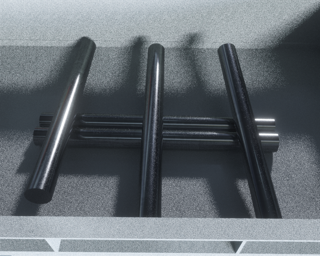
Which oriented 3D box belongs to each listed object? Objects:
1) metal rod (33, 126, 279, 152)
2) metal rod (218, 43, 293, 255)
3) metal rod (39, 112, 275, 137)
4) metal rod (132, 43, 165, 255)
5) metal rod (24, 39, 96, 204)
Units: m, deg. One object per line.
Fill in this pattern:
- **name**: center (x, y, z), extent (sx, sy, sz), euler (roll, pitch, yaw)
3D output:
- **metal rod**: center (-0.005, 0.014, 0.392), extent (0.302, 0.025, 0.025), euler (1, 50, 0)
- **metal rod**: center (0.105, 0.015, 0.363), extent (0.025, 0.025, 0.299), euler (-3, 58, -3)
- **metal rod**: center (-0.004, -0.005, 0.408), extent (0.302, 0.025, 0.025), euler (1, 50, 0)
- **metal rod**: center (-0.009, -0.003, 0.374), extent (0.025, 0.025, 0.300), euler (1, 50, 1)
- **metal rod**: center (-0.116, -0.036, 0.401), extent (0.025, 0.025, 0.300), euler (0, 42, -1)
